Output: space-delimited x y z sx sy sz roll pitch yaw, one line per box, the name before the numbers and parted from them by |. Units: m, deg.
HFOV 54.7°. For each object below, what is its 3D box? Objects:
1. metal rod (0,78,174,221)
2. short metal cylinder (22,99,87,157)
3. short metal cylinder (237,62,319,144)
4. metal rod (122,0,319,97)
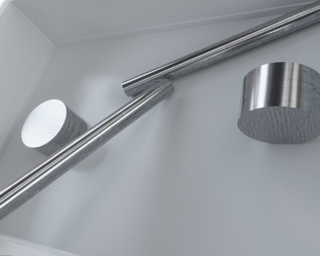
metal rod | -0.089 0.021 0.358 0.025 0.025 0.302 24 49 36
short metal cylinder | -0.159 0.004 0.468 0.080 0.050 0.080 -13 56 20
short metal cylinder | 0.124 -0.023 0.319 0.080 0.080 0.050 -1 62 27
metal rod | 0.086 -0.107 0.425 0.301 0.025 0.025 -20 54 16
